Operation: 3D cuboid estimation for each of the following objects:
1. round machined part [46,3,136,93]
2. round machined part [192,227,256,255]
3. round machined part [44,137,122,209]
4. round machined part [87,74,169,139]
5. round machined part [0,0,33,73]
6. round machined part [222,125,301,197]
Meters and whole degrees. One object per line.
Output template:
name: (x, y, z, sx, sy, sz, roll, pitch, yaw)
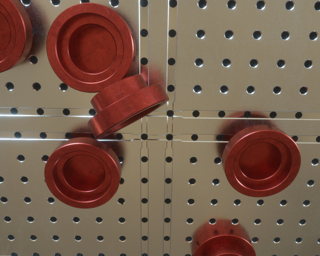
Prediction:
round machined part: (-0.077, -0.092, 0.364, 0.098, 0.042, 0.097, 1, 101, 3)
round machined part: (0.100, 0.206, 0.481, 0.099, 0.042, 0.097, 0, 110, 0)
round machined part: (-0.102, 0.057, 0.425, 0.099, 0.042, 0.097, 0, 110, 0)
round machined part: (-0.042, -0.029, 0.367, 0.098, 0.098, 0.042, -29, 89, 10)
round machined part: (-0.197, -0.115, 0.361, 0.099, 0.042, 0.097, 0, 110, 0)
round machined part: (0.133, 0.041, 0.420, 0.099, 0.042, 0.097, 0, 110, 0)
